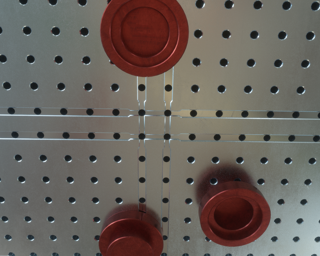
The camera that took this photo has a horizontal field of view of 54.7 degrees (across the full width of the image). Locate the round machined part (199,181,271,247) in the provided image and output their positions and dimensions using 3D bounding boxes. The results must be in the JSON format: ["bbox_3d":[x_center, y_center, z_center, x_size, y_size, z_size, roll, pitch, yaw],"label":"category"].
[{"bbox_3d":[0.105,0.119,0.450,0.099,0.042,0.097,0,110,-1],"label":"round machined part"}]

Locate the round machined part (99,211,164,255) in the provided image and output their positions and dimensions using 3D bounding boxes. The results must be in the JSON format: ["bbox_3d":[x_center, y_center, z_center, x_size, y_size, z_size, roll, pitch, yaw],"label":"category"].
[{"bbox_3d":[-0.044,0.178,0.470,0.099,0.042,0.097,0,110,-1],"label":"round machined part"}]

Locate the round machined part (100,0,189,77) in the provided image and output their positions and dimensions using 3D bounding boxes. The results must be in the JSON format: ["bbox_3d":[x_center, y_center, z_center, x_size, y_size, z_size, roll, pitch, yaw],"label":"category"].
[{"bbox_3d":[-0.017,-0.112,0.363,0.099,0.042,0.097,0,110,-1],"label":"round machined part"}]
